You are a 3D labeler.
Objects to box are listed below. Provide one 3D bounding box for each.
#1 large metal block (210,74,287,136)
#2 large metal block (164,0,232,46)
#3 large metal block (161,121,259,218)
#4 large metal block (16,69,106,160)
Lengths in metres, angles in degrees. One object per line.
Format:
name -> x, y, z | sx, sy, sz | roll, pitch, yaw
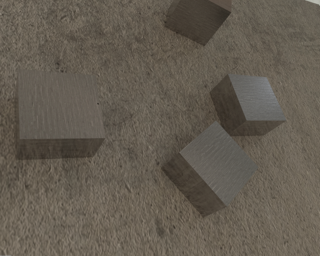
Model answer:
large metal block -> 0.135, -0.034, 0.481 | 0.081, 0.050, 0.080 | -1, 62, -29
large metal block -> 0.064, -0.198, 0.523 | 0.080, 0.080, 0.050 | 21, 54, -16
large metal block -> 0.063, 0.050, 0.391 | 0.080, 0.050, 0.081 | 49, 51, 6
large metal block -> -0.111, -0.013, 0.336 | 0.081, 0.050, 0.080 | 0, 62, -28
